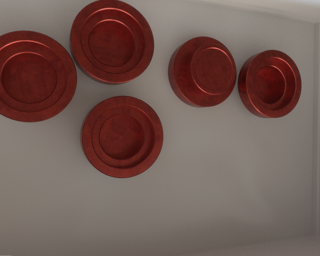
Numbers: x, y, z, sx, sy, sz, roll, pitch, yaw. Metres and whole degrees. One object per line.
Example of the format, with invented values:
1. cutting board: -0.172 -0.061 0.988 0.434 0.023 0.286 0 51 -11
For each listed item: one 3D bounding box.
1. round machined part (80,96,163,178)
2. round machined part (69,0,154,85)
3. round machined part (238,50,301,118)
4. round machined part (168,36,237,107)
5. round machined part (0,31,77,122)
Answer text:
1. round machined part: -0.049 0.010 0.384 0.099 0.042 0.097 0 90 -21
2. round machined part: -0.060 -0.101 0.380 0.099 0.042 0.097 0 90 -21
3. round machined part: 0.157 -0.063 0.461 0.099 0.042 0.097 0 90 -21
4. round machined part: 0.064 -0.078 0.427 0.099 0.042 0.097 0 90 -21
5. round machined part: -0.146 -0.055 0.348 0.099 0.042 0.097 0 90 -21
